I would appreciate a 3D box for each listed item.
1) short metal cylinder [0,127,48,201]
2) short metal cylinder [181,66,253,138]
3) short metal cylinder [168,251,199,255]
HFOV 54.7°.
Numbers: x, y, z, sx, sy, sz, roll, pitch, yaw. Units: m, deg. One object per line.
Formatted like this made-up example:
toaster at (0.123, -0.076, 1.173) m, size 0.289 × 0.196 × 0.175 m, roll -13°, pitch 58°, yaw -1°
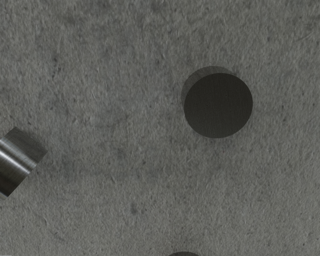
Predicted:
short metal cylinder at (-0.191, 0.045, 0.394) m, size 0.050 × 0.080 × 0.080 m, roll 42°, pitch 105°, yaw -14°
short metal cylinder at (0.068, -0.033, 0.385) m, size 0.081 × 0.050 × 0.079 m, roll 0°, pitch 110°, yaw -1°
short metal cylinder at (0.038, 0.244, 0.487) m, size 0.081 × 0.050 × 0.079 m, roll 0°, pitch 110°, yaw -1°
